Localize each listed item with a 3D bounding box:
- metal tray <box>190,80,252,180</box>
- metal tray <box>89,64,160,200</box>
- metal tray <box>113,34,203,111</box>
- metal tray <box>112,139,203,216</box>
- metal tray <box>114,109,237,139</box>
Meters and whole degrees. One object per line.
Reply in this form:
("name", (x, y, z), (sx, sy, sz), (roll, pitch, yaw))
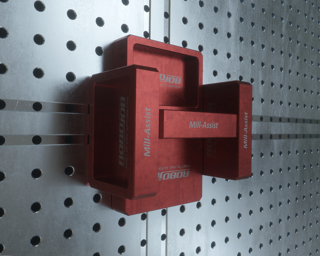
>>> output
("metal tray", (0.083, 0.003, 0.438), (0.030, 0.090, 0.129), (1, 89, -40))
("metal tray", (-0.041, 0.004, 0.333), (0.030, 0.090, 0.129), (1, 89, -40))
("metal tray", (0.002, -0.064, 0.409), (0.131, 0.030, 0.089), (1, 90, -40))
("metal tray", (0.001, 0.057, 0.407), (0.131, 0.030, 0.089), (1, 90, -40))
("metal tray", (0.021, -0.004, 0.384), (0.131, 0.090, 0.030), (1, 90, -40))
